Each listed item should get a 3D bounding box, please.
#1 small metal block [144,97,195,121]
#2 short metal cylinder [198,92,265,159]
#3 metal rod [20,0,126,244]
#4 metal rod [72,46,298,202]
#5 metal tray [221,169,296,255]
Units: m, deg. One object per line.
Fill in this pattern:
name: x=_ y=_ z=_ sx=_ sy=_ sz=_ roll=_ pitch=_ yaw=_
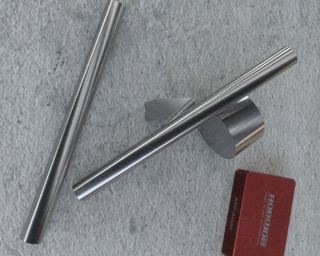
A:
small metal block: x=0.012 y=-0.024 z=0.401 sx=0.050 sy=0.050 sz=0.025 roll=-5 pitch=92 yaw=-20
short metal cylinder: x=0.091 y=-0.005 z=0.415 sx=0.050 sy=0.080 sz=0.080 roll=-32 pitch=101 yaw=-17
metal rod: x=-0.101 y=-0.013 z=0.372 sx=0.025 sy=0.025 sz=0.299 roll=21 pitch=83 yaw=-19
metal rod: x=0.028 y=-0.004 z=0.369 sx=0.301 sy=0.025 sz=0.025 roll=-33 pitch=102 yaw=2
metal tray: x=0.148 y=0.133 z=0.463 sx=0.091 sy=0.030 sz=0.129 roll=12 pitch=86 yaw=-20
